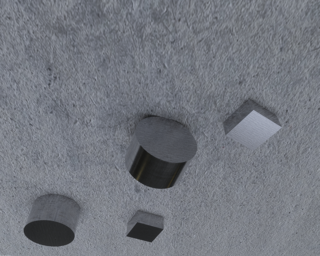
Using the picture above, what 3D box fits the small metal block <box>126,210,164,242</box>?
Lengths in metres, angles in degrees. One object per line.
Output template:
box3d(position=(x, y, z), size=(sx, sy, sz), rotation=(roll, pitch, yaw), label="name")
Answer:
box3d(position=(-0.027, 0.178, 0.558), size=(0.050, 0.025, 0.050), rotation=(20, 127, -17), label="small metal block")

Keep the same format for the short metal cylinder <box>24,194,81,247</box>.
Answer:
box3d(position=(-0.180, 0.156, 0.522), size=(0.081, 0.050, 0.079), rotation=(0, 130, 0), label="short metal cylinder")

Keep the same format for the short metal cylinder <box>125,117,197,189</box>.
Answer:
box3d(position=(0.000, 0.030, 0.397), size=(0.081, 0.080, 0.050), rotation=(14, 129, -12), label="short metal cylinder")

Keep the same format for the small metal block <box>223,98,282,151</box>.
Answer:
box3d(position=(0.120, -0.004, 0.406), size=(0.050, 0.025, 0.050), rotation=(27, 125, -22), label="small metal block")
